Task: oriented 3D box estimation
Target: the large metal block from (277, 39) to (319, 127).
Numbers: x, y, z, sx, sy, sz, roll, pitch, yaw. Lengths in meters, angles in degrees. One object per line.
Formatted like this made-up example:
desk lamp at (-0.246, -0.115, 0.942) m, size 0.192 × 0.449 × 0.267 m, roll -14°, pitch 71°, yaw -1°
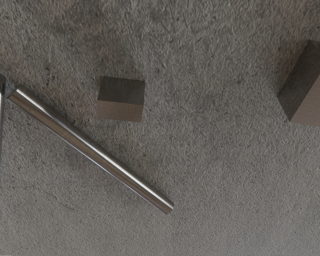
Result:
large metal block at (0.196, -0.046, 0.354) m, size 0.081 × 0.050 × 0.079 m, roll 9°, pitch 130°, yaw -8°

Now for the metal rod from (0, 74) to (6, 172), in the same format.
metal rod at (-0.243, 0.050, 0.445) m, size 0.025 × 0.025 × 0.298 m, roll 16°, pitch 128°, yaw -14°

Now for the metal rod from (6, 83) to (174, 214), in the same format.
metal rod at (-0.080, 0.045, 0.444) m, size 0.025 × 0.025 × 0.300 m, roll -31°, pitch 124°, yaw 23°

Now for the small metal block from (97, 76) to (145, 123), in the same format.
small metal block at (-0.045, -0.034, 0.361) m, size 0.050 × 0.050 × 0.025 m, roll 6°, pitch 130°, yaw -6°
